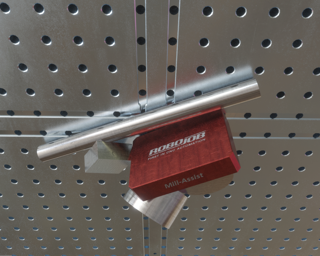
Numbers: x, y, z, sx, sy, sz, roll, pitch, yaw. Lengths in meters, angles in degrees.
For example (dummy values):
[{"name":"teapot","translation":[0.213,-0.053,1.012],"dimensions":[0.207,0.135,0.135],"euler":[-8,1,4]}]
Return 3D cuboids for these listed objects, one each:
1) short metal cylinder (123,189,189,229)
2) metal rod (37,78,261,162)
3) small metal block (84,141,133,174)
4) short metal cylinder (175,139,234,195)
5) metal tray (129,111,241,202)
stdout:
[{"name":"short metal cylinder","translation":[-0.006,0.101,0.448],"dimensions":[0.080,0.080,0.050],"euler":[39,78,-29]},{"name":"metal rod","translation":[-0.024,-0.006,0.402],"dimensions":[0.301,0.025,0.025],"euler":[-17,128,13]},{"name":"small metal block","translation":[-0.071,0.042,0.425],"dimensions":[0.050,0.025,0.050],"euler":[7,149,-31]},{"name":"short metal cylinder","translation":[0.056,0.051,0.427],"dimensions":[0.081,0.050,0.080],"euler":[-3,139,-3]},{"name":"metal tray","translation":[0.027,0.032,0.392],"dimensions":[0.130,0.090,0.030],"euler":[-21,127,16]}]
